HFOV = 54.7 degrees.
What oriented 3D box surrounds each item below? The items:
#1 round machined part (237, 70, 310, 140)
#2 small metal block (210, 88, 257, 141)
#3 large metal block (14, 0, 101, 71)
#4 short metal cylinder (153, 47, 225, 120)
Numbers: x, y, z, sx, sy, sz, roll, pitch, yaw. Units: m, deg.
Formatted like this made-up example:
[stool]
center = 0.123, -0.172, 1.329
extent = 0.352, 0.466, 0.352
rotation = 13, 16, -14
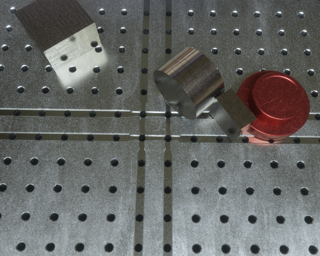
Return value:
[round machined part]
center = 0.153, -0.036, 0.418
extent = 0.099, 0.042, 0.098
rotation = 0, 70, -1
[small metal block]
center = 0.094, -0.016, 0.406
extent = 0.025, 0.050, 0.050
rotation = -32, 74, -11
[large metal block]
center = -0.146, -0.144, 0.449
extent = 0.080, 0.050, 0.080
rotation = -35, 74, -12
[short metal cylinder]
center = 0.037, -0.057, 0.404
extent = 0.050, 0.080, 0.080
rotation = -41, 75, -13
